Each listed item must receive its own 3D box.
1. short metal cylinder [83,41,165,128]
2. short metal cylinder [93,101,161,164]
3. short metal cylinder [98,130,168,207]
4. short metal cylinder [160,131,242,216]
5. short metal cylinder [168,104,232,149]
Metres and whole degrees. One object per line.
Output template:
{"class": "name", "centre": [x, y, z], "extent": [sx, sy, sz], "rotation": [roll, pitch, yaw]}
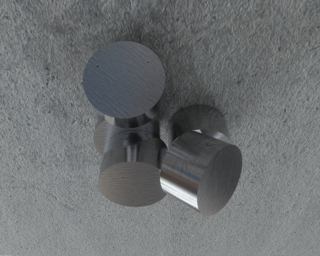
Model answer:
{"class": "short metal cylinder", "centre": [-0.035, -0.043, 0.327], "extent": [0.081, 0.080, 0.050], "rotation": [0, 169, -1]}
{"class": "short metal cylinder", "centre": [-0.040, 0.000, 0.391], "extent": [0.081, 0.050, 0.079], "rotation": [0, 130, 0]}
{"class": "short metal cylinder", "centre": [-0.029, 0.049, 0.367], "extent": [0.081, 0.050, 0.079], "rotation": [0, 130, 0]}
{"class": "short metal cylinder", "centre": [0.046, 0.048, 0.339], "extent": [0.050, 0.080, 0.080], "rotation": [21, 145, 41]}
{"class": "short metal cylinder", "centre": [0.051, 0.016, 0.406], "extent": [0.081, 0.050, 0.079], "rotation": [0, 130, 0]}
